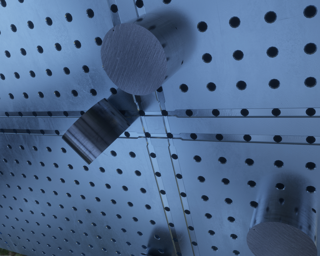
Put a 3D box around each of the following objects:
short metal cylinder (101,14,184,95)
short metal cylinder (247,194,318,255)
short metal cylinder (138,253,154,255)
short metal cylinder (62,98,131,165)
[{"bbox_3d":[-0.019,-0.084,0.352,0.080,0.050,0.079,13,124,20],"label":"short metal cylinder"},{"bbox_3d":[0.156,0.132,0.394,0.080,0.050,0.079,13,124,20],"label":"short metal cylinder"},{"bbox_3d":[-0.018,0.270,0.551,0.050,0.080,0.079,8,122,24],"label":"short metal cylinder"},{"bbox_3d":[-0.085,0.004,0.421,0.050,0.080,0.080,46,129,-4],"label":"short metal cylinder"}]
